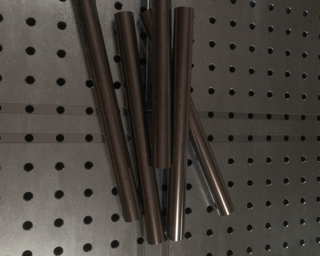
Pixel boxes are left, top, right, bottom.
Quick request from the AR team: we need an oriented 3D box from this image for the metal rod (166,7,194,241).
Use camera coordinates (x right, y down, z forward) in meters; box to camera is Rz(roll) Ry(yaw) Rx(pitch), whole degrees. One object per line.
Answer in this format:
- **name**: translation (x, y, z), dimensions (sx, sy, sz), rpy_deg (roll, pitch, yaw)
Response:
- **metal rod**: translation (0.025, 0.000, 0.403), dimensions (0.025, 0.025, 0.298), rpy_deg (-1, 98, -20)

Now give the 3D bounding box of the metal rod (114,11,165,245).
- **metal rod**: translation (-0.026, 0.002, 0.403), dimensions (0.025, 0.025, 0.298), rpy_deg (-9, 93, -20)

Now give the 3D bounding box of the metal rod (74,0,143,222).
- **metal rod**: translation (-0.065, -0.029, 0.389), dimensions (0.025, 0.025, 0.298), rpy_deg (-14, 95, -20)

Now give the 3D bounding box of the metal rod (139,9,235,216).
- **metal rod**: translation (0.040, -0.016, 0.428), dimensions (0.025, 0.025, 0.299), rpy_deg (-25, 99, -19)

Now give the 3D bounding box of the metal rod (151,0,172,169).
- **metal rod**: translation (0.002, -0.100, 0.387), dimensions (0.025, 0.025, 0.298), rpy_deg (-1, 92, -20)
